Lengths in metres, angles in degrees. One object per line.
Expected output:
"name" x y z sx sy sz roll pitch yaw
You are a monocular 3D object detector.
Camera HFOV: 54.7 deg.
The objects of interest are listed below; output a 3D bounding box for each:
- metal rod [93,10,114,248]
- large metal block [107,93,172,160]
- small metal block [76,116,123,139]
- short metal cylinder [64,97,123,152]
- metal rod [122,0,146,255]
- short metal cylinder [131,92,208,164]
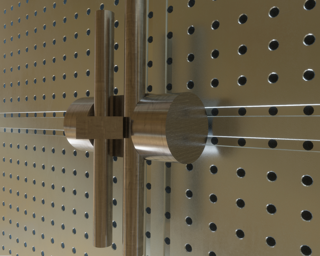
"metal rod" -0.073 0.001 0.400 0.025 0.025 0.298 1 91 40
"large metal block" -0.028 -0.002 0.411 0.080 0.050 0.079 1 91 40
"small metal block" -0.068 -0.001 0.363 0.050 0.050 0.025 -171 81 -84
"short metal cylinder" -0.088 -0.005 0.441 0.050 0.081 0.079 2 91 40
"metal rod" -0.030 0.000 0.365 0.025 0.025 0.298 1 91 40
"short metal cylinder" 0.013 0.000 0.358 0.050 0.081 0.079 1 91 41
